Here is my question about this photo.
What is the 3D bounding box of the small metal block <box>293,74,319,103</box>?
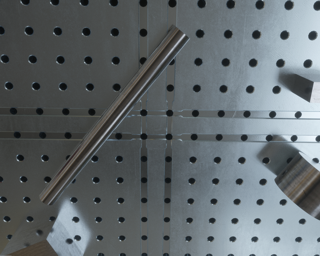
[{"bbox_3d":[0.202,-0.049,0.383,0.050,0.050,0.025,1,110,-1],"label":"small metal block"}]

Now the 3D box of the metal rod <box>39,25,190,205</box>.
[{"bbox_3d":[-0.068,-0.006,0.410,0.025,0.025,0.299,38,106,-13],"label":"metal rod"}]

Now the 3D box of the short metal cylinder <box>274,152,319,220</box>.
[{"bbox_3d":[0.203,0.077,0.414,0.080,0.080,0.050,32,107,-11],"label":"short metal cylinder"}]

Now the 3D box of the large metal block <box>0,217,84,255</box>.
[{"bbox_3d":[-0.177,0.195,0.470,0.080,0.050,0.080,-23,109,8],"label":"large metal block"}]
